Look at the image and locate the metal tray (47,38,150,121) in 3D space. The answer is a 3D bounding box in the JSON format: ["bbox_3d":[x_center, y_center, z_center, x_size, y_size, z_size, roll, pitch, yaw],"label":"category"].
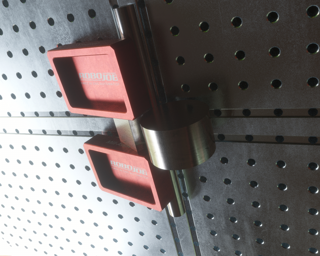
[{"bbox_3d":[-0.080,-0.061,0.390,0.130,0.030,0.089,8,123,39],"label":"metal tray"}]

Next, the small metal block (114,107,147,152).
[{"bbox_3d":[-0.037,-0.002,0.411,0.050,0.025,0.050,26,136,53],"label":"small metal block"}]

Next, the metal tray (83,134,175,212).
[{"bbox_3d":[-0.047,0.061,0.448,0.130,0.030,0.089,8,123,38],"label":"metal tray"}]

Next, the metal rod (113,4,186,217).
[{"bbox_3d":[-0.007,-0.004,0.407,0.025,0.025,0.298,0,119,28],"label":"metal rod"}]

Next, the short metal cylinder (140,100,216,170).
[{"bbox_3d":[0.022,0.006,0.363,0.080,0.080,0.050,0,119,28],"label":"short metal cylinder"}]
